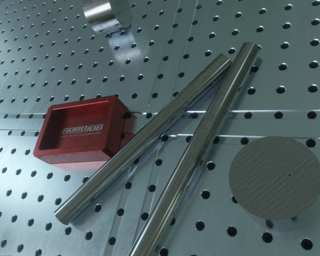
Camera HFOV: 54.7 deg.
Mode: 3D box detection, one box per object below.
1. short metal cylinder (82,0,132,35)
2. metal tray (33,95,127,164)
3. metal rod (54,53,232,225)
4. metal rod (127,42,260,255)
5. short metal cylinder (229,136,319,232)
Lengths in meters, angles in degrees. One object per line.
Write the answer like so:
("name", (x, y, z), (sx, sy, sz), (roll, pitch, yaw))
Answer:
("short metal cylinder", (-0.092, -0.211, 0.549), (0.050, 0.080, 0.080), (-11, 57, 22))
("metal tray", (-0.119, 0.003, 0.463), (0.130, 0.030, 0.090), (-6, 59, 24))
("metal rod", (-0.019, 0.013, 0.408), (0.300, 0.025, 0.025), (-44, 51, -3))
("metal rod", (0.047, 0.020, 0.369), (0.025, 0.025, 0.300), (19, 72, 35))
("short metal cylinder", (0.113, 0.054, 0.299), (0.080, 0.050, 0.080), (-13, 56, 20))
